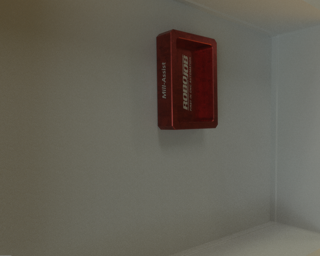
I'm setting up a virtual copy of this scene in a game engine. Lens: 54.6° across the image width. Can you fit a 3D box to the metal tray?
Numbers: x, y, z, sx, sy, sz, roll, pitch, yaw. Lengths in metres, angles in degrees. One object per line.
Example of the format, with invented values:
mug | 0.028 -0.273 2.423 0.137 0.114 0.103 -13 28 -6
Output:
metal tray | 0.040 -0.063 0.435 0.091 0.030 0.129 -2 91 -40
